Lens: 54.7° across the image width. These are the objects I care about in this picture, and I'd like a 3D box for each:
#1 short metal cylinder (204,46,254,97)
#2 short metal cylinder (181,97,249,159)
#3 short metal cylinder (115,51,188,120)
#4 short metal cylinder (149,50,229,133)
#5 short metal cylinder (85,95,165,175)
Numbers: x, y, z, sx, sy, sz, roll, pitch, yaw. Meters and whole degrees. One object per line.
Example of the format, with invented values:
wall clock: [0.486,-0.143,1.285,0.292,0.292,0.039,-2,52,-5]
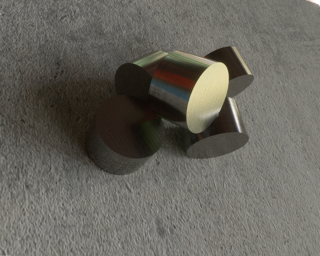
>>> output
short metal cylinder: [0.092,-0.076,0.464,0.081,0.080,0.050,-14,69,-34]
short metal cylinder: [0.069,0.002,0.404,0.081,0.080,0.050,3,61,-27]
short metal cylinder: [-0.012,-0.052,0.394,0.050,0.080,0.080,-35,82,-38]
short metal cylinder: [0.033,-0.040,0.343,0.050,0.079,0.081,26,43,32]
short metal cylinder: [-0.041,0.009,0.360,0.081,0.050,0.080,14,56,-21]
